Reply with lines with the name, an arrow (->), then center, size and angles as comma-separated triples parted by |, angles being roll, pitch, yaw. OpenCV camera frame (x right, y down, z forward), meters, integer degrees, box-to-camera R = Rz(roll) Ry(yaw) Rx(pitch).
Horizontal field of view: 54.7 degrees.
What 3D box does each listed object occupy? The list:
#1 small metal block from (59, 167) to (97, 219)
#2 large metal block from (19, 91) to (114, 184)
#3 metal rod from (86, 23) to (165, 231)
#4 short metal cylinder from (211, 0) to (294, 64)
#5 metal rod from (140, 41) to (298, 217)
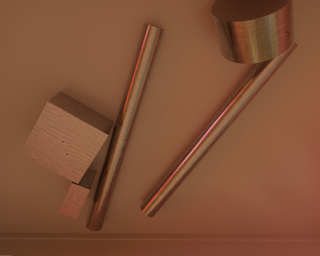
small metal block -> -0.113, 0.087, 0.429 | 0.025, 0.050, 0.050 | 24, 108, -9
large metal block -> -0.118, 0.012, 0.401 | 0.080, 0.050, 0.080 | 31, 107, -11
metal rod -> -0.052, 0.013, 0.415 | 0.025, 0.025, 0.298 | 17, 109, -7
short metal cylinder -> 0.101, -0.114, 0.334 | 0.080, 0.080, 0.050 | -19, 132, 6
metal rod -> 0.069, 0.008, 0.415 | 0.025, 0.025, 0.299 | 34, 106, -12
